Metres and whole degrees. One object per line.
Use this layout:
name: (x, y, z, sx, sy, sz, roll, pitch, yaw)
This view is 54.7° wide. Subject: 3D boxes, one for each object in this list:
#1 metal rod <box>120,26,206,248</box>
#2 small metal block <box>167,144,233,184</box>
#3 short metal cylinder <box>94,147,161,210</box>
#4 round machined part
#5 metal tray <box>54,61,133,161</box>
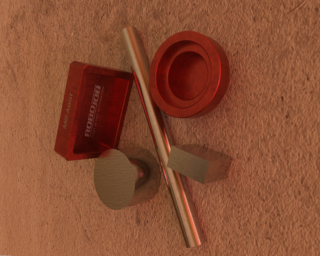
metal rod: (-0.001, 0.001, 0.406, 0.025, 0.025, 0.299, -28, 73, 36)
small metal block: (0.045, 0.038, 0.348, 0.050, 0.050, 0.025, 21, 104, 37)
short metal cylinder: (-0.045, 0.067, 0.425, 0.080, 0.050, 0.079, 0, 90, 39)
round machined part: (0.037, -0.060, 0.363, 0.098, 0.042, 0.097, 0, 90, 39)
metal tray: (-0.091, -0.022, 0.437, 0.030, 0.091, 0.129, 23, 105, 37)
